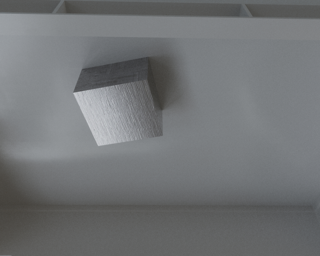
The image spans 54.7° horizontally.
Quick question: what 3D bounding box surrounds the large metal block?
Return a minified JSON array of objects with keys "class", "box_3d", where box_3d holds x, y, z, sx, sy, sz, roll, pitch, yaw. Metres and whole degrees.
[{"class":"large metal block","box_3d":[-0.044,-0.030,0.367,0.080,0.050,0.080,-9,130,7]}]
